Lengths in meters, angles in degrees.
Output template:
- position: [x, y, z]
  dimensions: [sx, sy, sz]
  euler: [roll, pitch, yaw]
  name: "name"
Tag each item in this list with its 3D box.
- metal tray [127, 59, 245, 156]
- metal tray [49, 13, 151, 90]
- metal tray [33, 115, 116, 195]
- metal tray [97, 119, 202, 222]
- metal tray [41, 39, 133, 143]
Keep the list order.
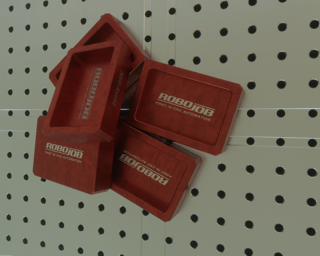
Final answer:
- position: [0.031, -0.028, 0.398]
  dimensions: [0.130, 0.030, 0.090]
  euler: [19, 97, 18]
  name: "metal tray"
- position: [-0.086, -0.083, 0.440]
  dimensions: [0.130, 0.030, 0.090]
  euler: [-41, 76, 15]
  name: "metal tray"
- position: [-0.124, 0.033, 0.436]
  dimensions: [0.130, 0.030, 0.090]
  euler: [8, 94, 34]
  name: "metal tray"
- position: [-0.022, 0.053, 0.417]
  dimensions: [0.130, 0.030, 0.090]
  euler: [27, 99, 18]
  name: "metal tray"
- position: [-0.091, -0.047, 0.397]
  dimensions: [0.090, 0.030, 0.130]
  euler: [-2, 65, 27]
  name: "metal tray"
